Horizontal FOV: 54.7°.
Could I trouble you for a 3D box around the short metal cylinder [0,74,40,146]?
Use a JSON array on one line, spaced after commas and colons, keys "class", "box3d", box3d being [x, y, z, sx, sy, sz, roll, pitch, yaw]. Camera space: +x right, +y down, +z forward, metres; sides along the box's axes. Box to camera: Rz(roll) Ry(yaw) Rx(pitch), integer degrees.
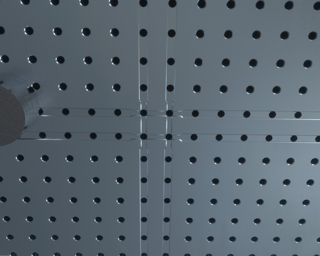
[{"class": "short metal cylinder", "box3d": [-0.200, -0.023, 0.389, 0.081, 0.050, 0.079, 0, 110, 0]}]
